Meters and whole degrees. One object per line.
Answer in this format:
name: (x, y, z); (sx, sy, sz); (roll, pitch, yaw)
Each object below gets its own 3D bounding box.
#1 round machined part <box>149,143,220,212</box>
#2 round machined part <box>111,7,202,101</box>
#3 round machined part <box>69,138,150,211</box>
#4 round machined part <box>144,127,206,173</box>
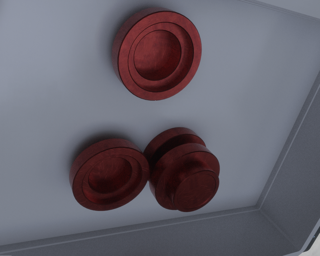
round machined part: (0.039, 0.072, 0.411); (0.099, 0.042, 0.097); (-14, 124, -21)
round machined part: (-0.007, -0.083, 0.344); (0.099, 0.042, 0.097); (-14, 125, -21)
round machined part: (-0.066, 0.055, 0.397); (0.099, 0.042, 0.097); (-14, 125, -21)
round machined part: (0.026, 0.051, 0.446); (0.099, 0.042, 0.097); (-14, 124, -21)
